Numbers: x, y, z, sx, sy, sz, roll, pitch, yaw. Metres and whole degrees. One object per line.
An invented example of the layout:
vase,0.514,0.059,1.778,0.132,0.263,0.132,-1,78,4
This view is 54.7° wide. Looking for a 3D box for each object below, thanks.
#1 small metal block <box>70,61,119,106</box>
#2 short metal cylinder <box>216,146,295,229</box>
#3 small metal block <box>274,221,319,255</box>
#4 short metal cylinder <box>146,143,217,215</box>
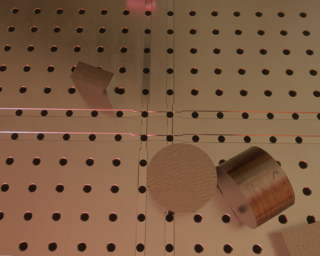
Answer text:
small metal block,-0.086,-0.059,0.419,0.050,0.050,0.025,20,72,7
short metal cylinder,0.107,0.068,0.358,0.050,0.080,0.080,-28,73,-10
small metal block,0.170,0.141,0.361,0.050,0.025,0.050,-14,71,-5
short metal cylinder,0.025,0.064,0.375,0.081,0.050,0.080,0,70,0
